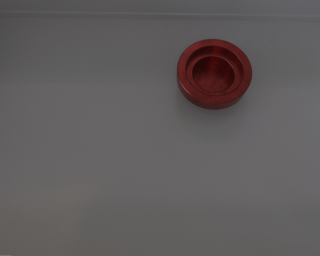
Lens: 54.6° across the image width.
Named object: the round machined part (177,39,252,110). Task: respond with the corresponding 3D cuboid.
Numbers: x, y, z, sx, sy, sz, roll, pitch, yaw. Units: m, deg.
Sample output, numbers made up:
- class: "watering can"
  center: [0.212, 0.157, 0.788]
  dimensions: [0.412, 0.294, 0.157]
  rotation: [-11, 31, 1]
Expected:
- class: "round machined part"
  center: [0.072, -0.069, 0.426]
  dimensions: [0.099, 0.042, 0.098]
  rotation: [0, 70, 0]
